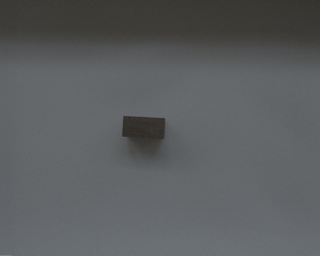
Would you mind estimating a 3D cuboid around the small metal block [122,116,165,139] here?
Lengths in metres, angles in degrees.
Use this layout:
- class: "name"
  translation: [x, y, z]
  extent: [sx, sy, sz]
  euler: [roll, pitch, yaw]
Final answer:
- class: "small metal block"
  translation: [-0.020, -0.001, 0.395]
  extent: [0.050, 0.050, 0.025]
  euler: [3, 90, -1]
